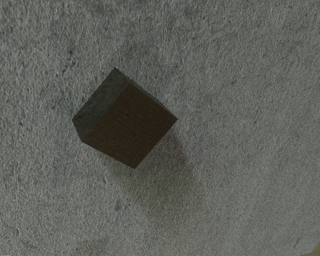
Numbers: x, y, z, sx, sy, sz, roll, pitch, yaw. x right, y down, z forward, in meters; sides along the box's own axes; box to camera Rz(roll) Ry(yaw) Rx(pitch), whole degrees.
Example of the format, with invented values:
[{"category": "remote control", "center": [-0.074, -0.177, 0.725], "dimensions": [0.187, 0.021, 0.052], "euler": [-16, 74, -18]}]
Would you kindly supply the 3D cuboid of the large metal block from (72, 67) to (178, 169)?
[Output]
[{"category": "large metal block", "center": [-0.041, -0.010, 0.362], "dimensions": [0.080, 0.050, 0.080], "euler": [-50, 129, 7]}]
